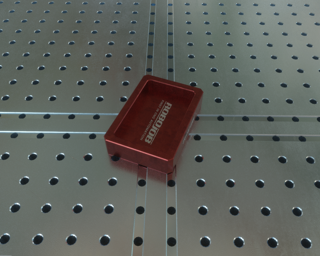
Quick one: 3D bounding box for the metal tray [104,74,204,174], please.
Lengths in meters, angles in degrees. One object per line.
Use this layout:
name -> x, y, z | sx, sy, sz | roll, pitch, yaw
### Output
metal tray -> -0.004, -0.011, 0.414 | 0.090, 0.030, 0.130 | 17, 52, 13
